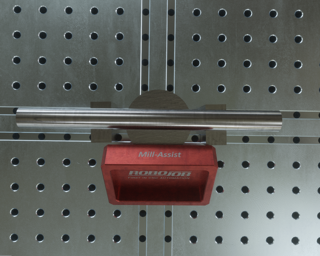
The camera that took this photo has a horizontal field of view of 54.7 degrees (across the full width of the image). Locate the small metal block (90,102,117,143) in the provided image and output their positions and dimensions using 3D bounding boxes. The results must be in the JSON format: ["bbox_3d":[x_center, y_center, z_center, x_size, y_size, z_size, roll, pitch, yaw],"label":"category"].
[{"bbox_3d":[-0.071,-0.007,0.400,0.025,0.050,0.050,-1,90,0],"label":"small metal block"}]

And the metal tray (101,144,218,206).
[{"bbox_3d":[-0.001,0.060,0.383,0.131,0.089,0.030,0,47,0],"label":"metal tray"}]

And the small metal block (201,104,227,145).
[{"bbox_3d":[0.068,-0.004,0.401,0.025,0.050,0.050,-1,90,0],"label":"small metal block"}]

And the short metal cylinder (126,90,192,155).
[{"bbox_3d":[-0.002,-0.007,0.400,0.081,0.050,0.080,0,90,0],"label":"short metal cylinder"}]

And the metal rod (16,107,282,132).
[{"bbox_3d":[-0.012,-0.010,0.363,0.302,0.025,0.025,1,90,0],"label":"metal rod"}]
